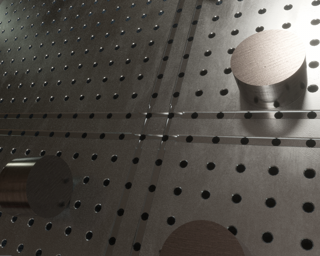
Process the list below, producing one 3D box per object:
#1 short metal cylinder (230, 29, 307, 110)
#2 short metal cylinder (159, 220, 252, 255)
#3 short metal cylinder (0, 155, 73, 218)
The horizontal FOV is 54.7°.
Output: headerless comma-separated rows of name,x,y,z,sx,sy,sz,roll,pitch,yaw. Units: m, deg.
short metal cylinder,0.129,-0.069,0.366,0.080,0.050,0.080,-13,56,20
short metal cylinder,0.045,0.132,0.287,0.080,0.050,0.080,-13,56,20
short metal cylinder,-0.162,0.077,0.409,0.050,0.080,0.080,-6,59,25
